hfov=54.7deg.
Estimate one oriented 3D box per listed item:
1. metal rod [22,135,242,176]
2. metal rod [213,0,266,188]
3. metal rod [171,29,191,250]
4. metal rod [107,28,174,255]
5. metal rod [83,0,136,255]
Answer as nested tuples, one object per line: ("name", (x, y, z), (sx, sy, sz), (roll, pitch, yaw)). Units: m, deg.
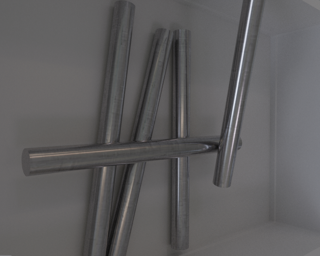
("metal rod", (-0.002, 0.026, 0.370), (0.302, 0.025, 0.025), (-2, 92, -40))
("metal rod", (0.100, -0.064, 0.384), (0.025, 0.025, 0.298), (-10, 114, -40))
("metal rod", (0.029, 0.015, 0.430), (0.025, 0.025, 0.298), (1, 90, -40))
("metal rod", (-0.024, 0.018, 0.385), (0.025, 0.025, 0.299), (20, 77, -38))
("metal rod", (-0.058, 0.001, 0.357), (0.025, 0.025, 0.298), (10, 83, -40))
